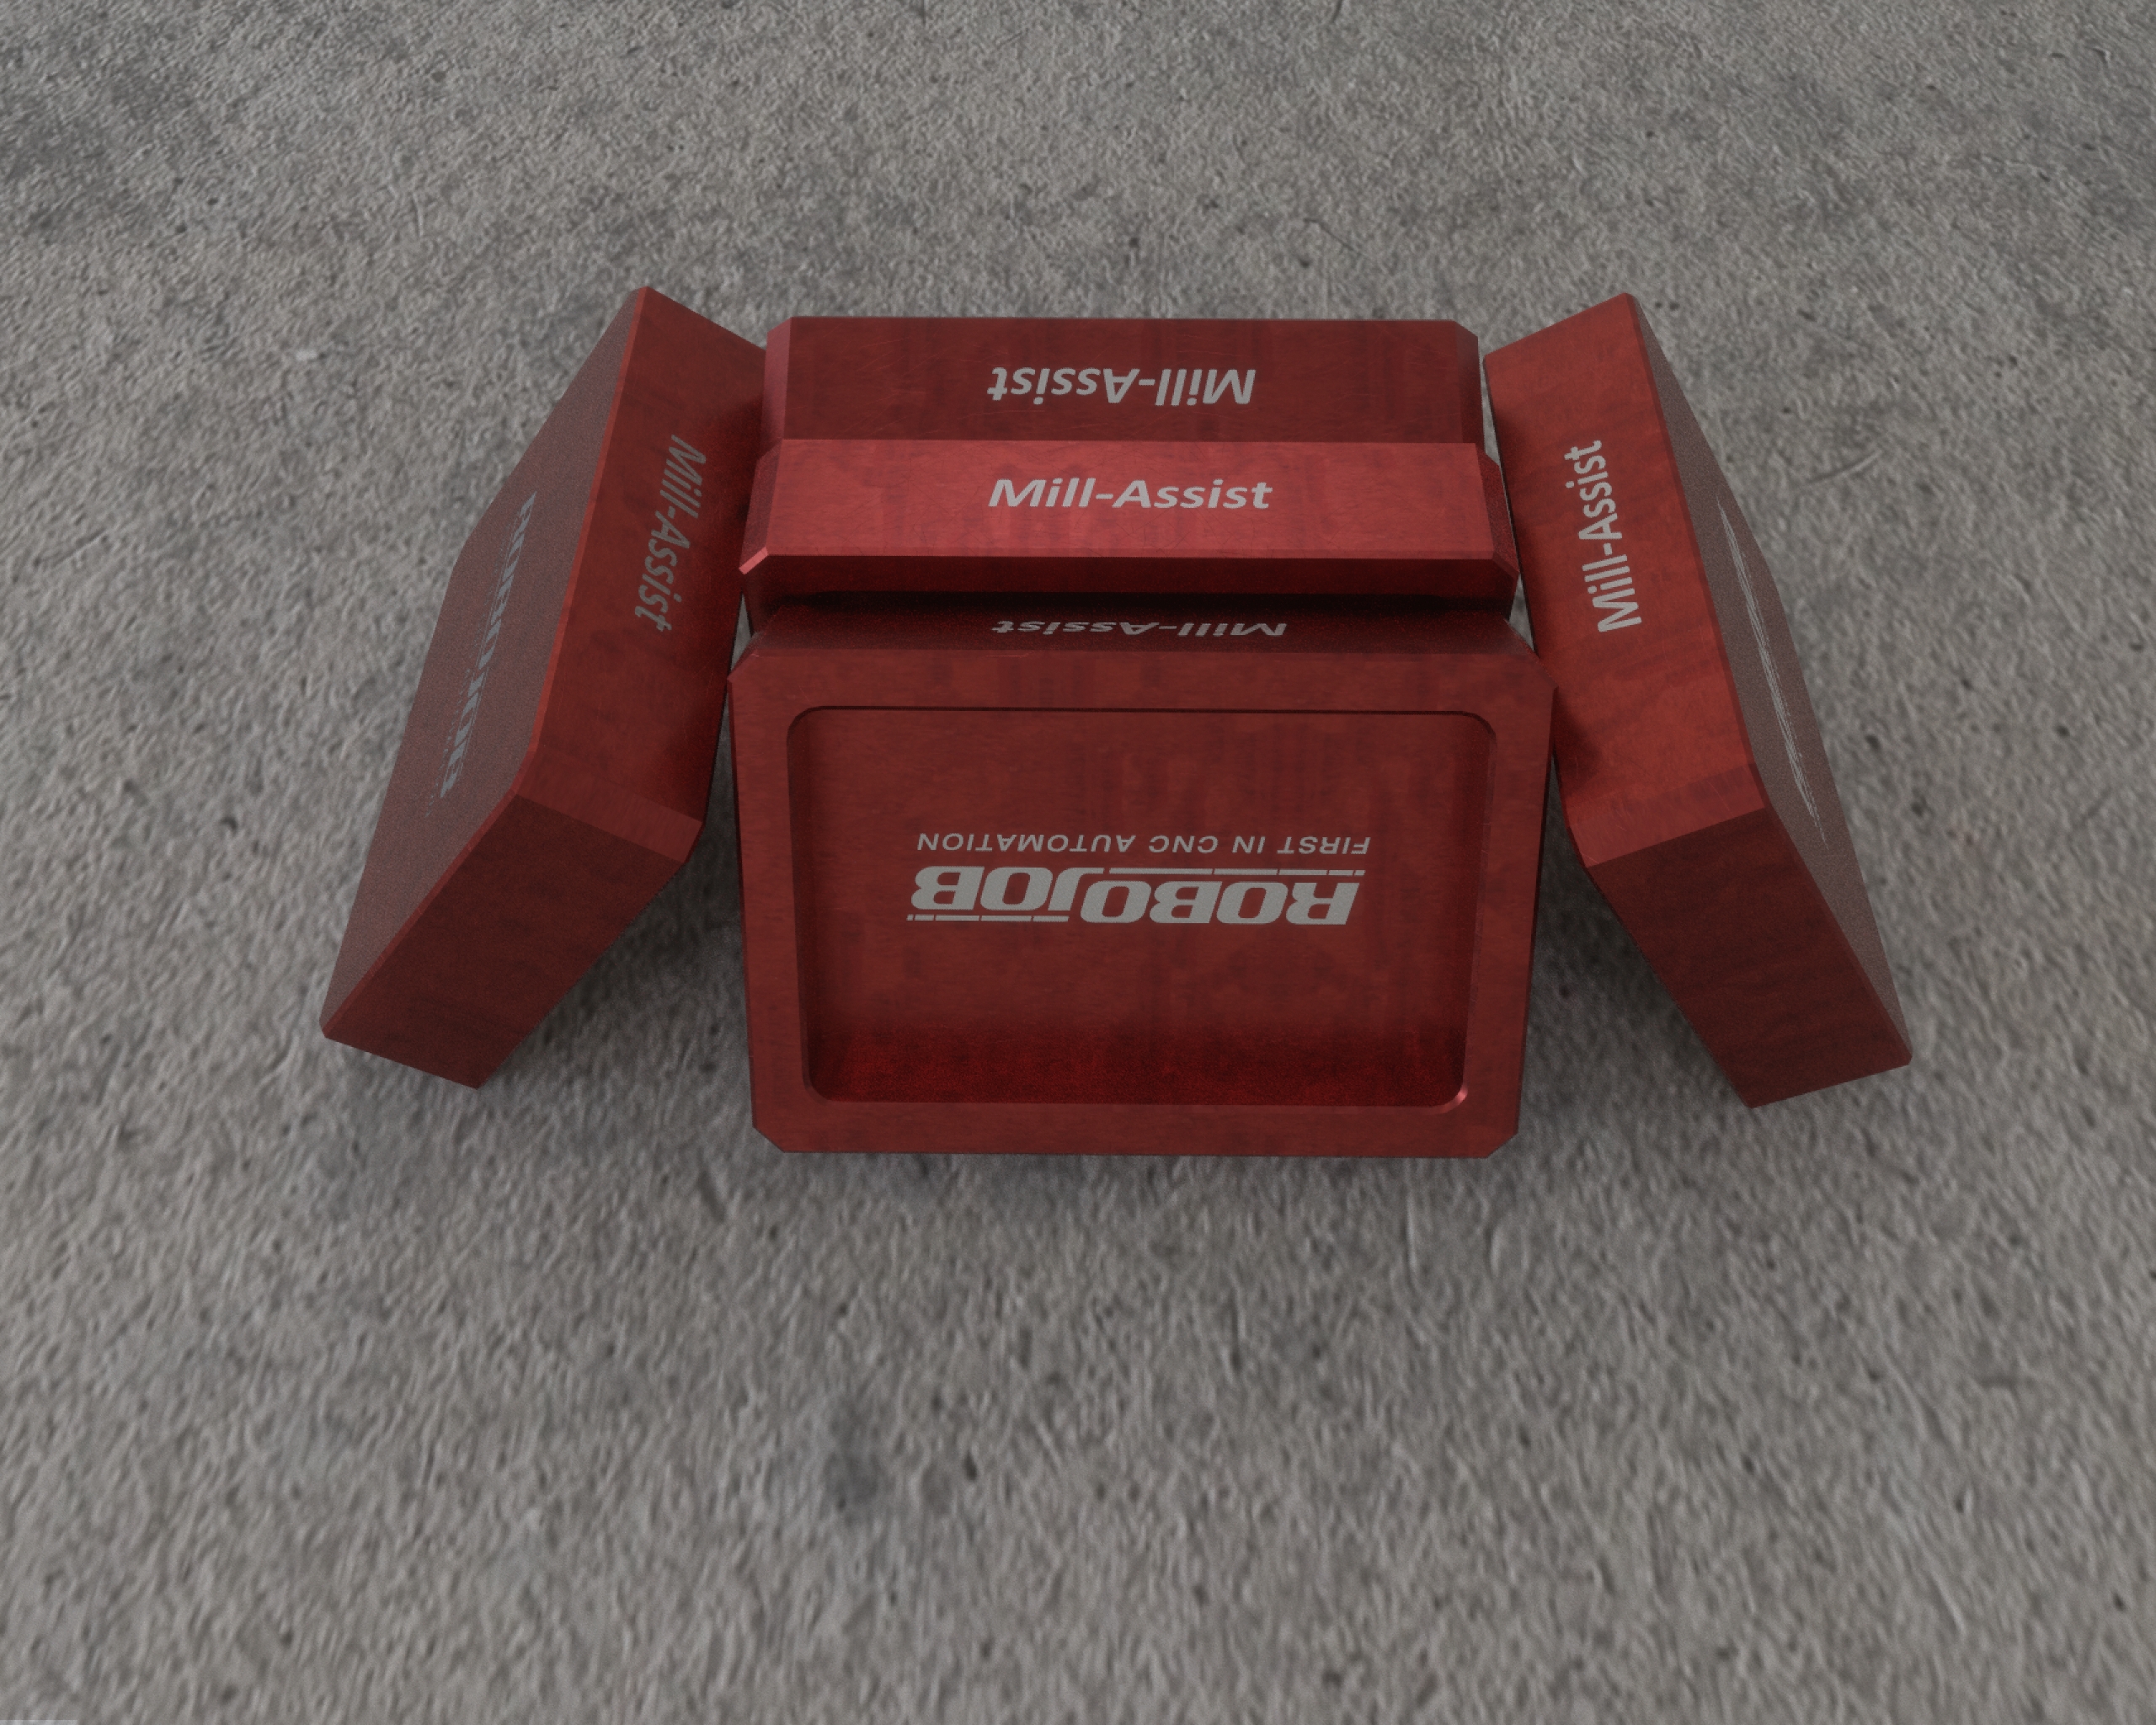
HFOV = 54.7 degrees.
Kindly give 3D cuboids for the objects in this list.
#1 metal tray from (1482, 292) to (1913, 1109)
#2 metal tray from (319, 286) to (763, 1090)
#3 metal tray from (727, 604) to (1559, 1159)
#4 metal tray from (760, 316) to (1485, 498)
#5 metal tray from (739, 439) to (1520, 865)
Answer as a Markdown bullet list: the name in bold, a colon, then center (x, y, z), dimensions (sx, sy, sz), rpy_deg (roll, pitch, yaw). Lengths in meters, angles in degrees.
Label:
- **metal tray**: center (0.113, -0.032, 0.386), dimensions (0.030, 0.090, 0.130), rpy_deg (-21, 45, 24)
- **metal tray**: center (-0.096, -0.034, 0.388), dimensions (0.030, 0.090, 0.130), rpy_deg (25, 44, -27)
- **metal tray**: center (0.010, 0.004, 0.355), dimensions (0.131, 0.089, 0.030), rpy_deg (0, 21, 0)
- **metal tray**: center (0.008, -0.071, 0.417), dimensions (0.131, 0.090, 0.030), rpy_deg (0, 71, 0)
- **metal tray**: center (0.009, -0.034, 0.389), dimensions (0.131, 0.090, 0.030), rpy_deg (0, 50, 0)
